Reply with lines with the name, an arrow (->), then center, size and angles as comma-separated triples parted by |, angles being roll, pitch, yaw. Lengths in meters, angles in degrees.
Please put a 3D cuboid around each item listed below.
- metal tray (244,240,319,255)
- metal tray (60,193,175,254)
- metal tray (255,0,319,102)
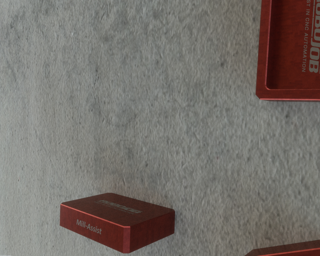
metal tray -> 0.139, 0.177, 0.286 | 0.090, 0.030, 0.129 | -27, 73, 36
metal tray -> -0.057, 0.118, 0.407 | 0.130, 0.091, 0.030 | 4, 93, 39
metal tray -> 0.141, -0.089, 0.284 | 0.090, 0.030, 0.129 | 5, 93, 39
